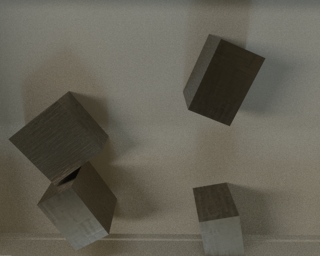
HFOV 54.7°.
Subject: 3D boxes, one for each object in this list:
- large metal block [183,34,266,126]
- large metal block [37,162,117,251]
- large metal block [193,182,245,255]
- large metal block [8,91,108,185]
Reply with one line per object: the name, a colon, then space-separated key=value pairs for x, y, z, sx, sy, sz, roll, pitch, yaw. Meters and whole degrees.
large metal block: x=0.069 y=-0.059 z=0.361 sx=0.050 sy=0.080 sz=0.079 roll=21 pitch=109 yaw=-8
large metal block: x=-0.106 y=0.099 z=0.417 sx=0.050 sy=0.080 sz=0.080 roll=-29 pitch=108 yaw=10
large metal block: x=0.081 y=0.135 z=0.432 sx=0.050 sy=0.080 sz=0.079 roll=-11 pitch=110 yaw=4
large metal block: x=-0.127 y=0.012 z=0.401 sx=0.080 sy=0.050 sz=0.080 roll=-35 pitch=107 yaw=12
